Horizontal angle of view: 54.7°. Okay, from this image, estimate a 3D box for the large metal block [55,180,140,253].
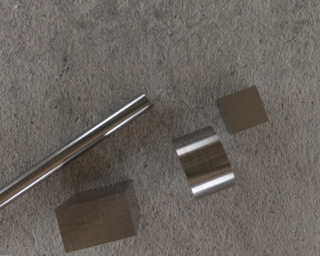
[{"bbox_3d":[-0.071,0.104,0.382,0.080,0.080,0.050,-14,90,0],"label":"large metal block"}]

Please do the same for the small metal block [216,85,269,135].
[{"bbox_3d":[0.108,-0.024,0.411,0.050,0.025,0.050,-20,90,0],"label":"small metal block"}]

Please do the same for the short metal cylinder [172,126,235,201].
[{"bbox_3d":[0.052,0.043,0.383,0.050,0.080,0.080,-21,90,0],"label":"short metal cylinder"}]

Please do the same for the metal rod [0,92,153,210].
[{"bbox_3d":[-0.141,0.047,0.408,0.301,0.025,0.025,-34,90,0],"label":"metal rod"}]
